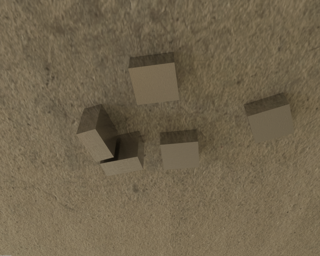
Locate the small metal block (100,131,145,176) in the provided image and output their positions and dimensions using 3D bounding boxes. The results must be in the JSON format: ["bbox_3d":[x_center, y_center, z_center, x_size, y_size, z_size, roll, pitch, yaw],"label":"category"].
[{"bbox_3d":[-0.049,0.034,0.419,0.050,0.050,0.025,-11,129,9],"label":"small metal block"}]

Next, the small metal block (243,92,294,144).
[{"bbox_3d":[0.141,-0.012,0.399,0.050,0.025,0.050,-18,128,14],"label":"small metal block"}]

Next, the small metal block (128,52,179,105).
[{"bbox_3d":[-0.006,-0.057,0.359,0.050,0.025,0.050,-7,130,5],"label":"small metal block"}]

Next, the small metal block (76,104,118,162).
[{"bbox_3d":[-0.078,0.006,0.395,0.025,0.050,0.050,-16,129,12],"label":"small metal block"}]

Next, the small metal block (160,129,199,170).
[{"bbox_3d":[0.028,0.031,0.434,0.050,0.025,0.050,-5,130,4],"label":"small metal block"}]
